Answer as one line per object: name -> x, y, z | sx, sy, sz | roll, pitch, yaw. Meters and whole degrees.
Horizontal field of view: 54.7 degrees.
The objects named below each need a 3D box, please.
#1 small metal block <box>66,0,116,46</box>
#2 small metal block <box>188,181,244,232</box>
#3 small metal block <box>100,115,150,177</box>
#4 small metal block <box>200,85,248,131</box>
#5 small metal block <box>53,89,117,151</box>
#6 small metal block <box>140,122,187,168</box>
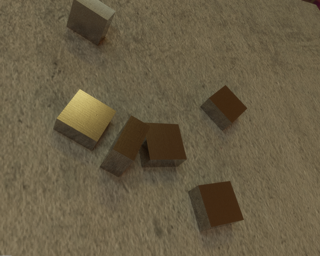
small metal block -> -0.096, -0.151, 0.429 | 0.050, 0.050, 0.025 | 31, 52, -9
small metal block -> 0.069, 0.096, 0.384 | 0.050, 0.025, 0.050 | -1, 63, -29
small metal block -> -0.040, 0.022, 0.354 | 0.025, 0.050, 0.050 | 31, 52, -9
small metal block -> 0.099, -0.032, 0.479 | 0.050, 0.025, 0.050 | 48, 51, 5
small metal block -> -0.087, -0.010, 0.364 | 0.050, 0.025, 0.050 | 32, 51, -8
small metal block -> 0.001, 0.022, 0.393 | 0.050, 0.025, 0.050 | 3, 61, -27
